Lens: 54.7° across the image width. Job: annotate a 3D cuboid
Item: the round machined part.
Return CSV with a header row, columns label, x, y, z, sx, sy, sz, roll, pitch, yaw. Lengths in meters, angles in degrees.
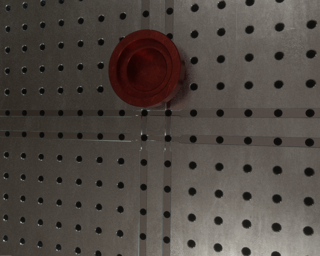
label,x,y,z,sx,sy,sz,roll,pitch,yaw
round machined part,-0.014,-0.075,0.408,0.098,0.042,0.097,0,90,19
